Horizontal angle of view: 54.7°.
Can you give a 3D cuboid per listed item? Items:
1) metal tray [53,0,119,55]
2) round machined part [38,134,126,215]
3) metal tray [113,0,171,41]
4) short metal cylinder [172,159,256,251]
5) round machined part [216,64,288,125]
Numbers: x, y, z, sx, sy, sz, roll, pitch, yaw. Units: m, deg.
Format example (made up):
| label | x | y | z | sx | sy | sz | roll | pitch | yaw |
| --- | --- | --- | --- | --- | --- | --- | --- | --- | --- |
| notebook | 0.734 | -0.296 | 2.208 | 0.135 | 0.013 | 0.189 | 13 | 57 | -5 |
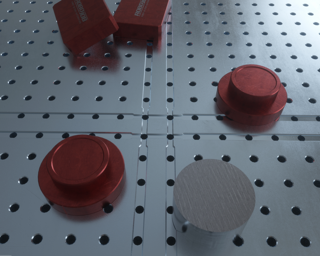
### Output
| label | x | y | z | sx | sy | sz | roll | pitch | yaw |
| --- | --- | --- | --- | --- | --- | --- | --- | --- | --- |
| metal tray | -0.134 | -0.196 | 0.547 | 0.090 | 0.030 | 0.130 | -29 | 53 | 4 |
| round machined part | -0.090 | 0.046 | 0.357 | 0.099 | 0.042 | 0.098 | 0 | 50 | 0 |
| metal tray | -0.032 | -0.219 | 0.588 | 0.090 | 0.030 | 0.130 | 8 | 50 | 6 |
| short metal cylinder | 0.053 | 0.080 | 0.325 | 0.081 | 0.050 | 0.080 | 0 | 50 | 0 |
| round machined part | 0.132 | -0.054 | 0.443 | 0.099 | 0.042 | 0.098 | 0 | 50 | 0 |
